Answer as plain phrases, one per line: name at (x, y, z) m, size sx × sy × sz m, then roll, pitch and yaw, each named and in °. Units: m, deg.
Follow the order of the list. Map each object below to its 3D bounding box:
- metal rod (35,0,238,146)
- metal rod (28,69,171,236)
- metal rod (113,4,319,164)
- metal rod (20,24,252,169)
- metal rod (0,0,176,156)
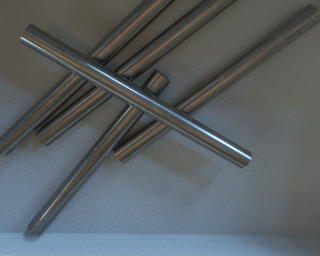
metal rod at (-0.037, -0.071, 0.384) m, size 0.300 × 0.025 × 0.025 m, roll -35°, pitch 107°, yaw 12°
metal rod at (-0.091, 0.043, 0.425) m, size 0.025 × 0.025 × 0.299 m, roll 38°, pitch 106°, yaw -13°
metal rod at (0.063, -0.048, 0.393) m, size 0.300 × 0.025 × 0.025 m, roll -36°, pitch 106°, yaw 12°
metal rod at (-0.019, -0.032, 0.371) m, size 0.301 × 0.025 × 0.025 m, roll 29°, pitch 107°, yaw -11°
metal rod at (-0.101, -0.065, 0.386) m, size 0.300 × 0.025 × 0.025 m, roll -39°, pitch 106°, yaw 13°
